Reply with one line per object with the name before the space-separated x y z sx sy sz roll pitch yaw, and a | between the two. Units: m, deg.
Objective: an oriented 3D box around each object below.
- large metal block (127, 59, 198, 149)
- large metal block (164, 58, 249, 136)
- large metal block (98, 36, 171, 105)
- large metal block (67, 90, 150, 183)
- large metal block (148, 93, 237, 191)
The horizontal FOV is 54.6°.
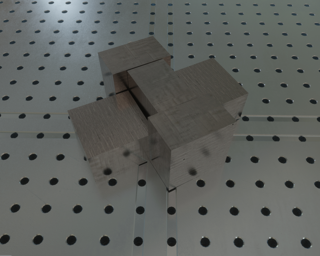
large metal block | 0.001 -0.027 0.395 0.050 0.080 0.080 -23 54 -18
large metal block | 0.059 -0.042 0.427 0.081 0.050 0.080 -23 56 -18
large metal block | -0.033 -0.070 0.430 0.081 0.080 0.050 -22 53 -18
large metal block | -0.059 0.008 0.386 0.081 0.050 0.080 -21 53 -17
large metal block | 0.034 0.016 0.358 0.081 0.080 0.050 -22 54 -19
